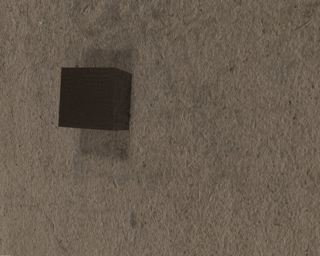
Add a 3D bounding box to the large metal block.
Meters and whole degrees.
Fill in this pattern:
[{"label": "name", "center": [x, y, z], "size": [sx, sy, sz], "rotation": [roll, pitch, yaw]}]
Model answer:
[{"label": "large metal block", "center": [-0.088, -0.039, 0.425], "size": [0.080, 0.050, 0.079], "rotation": [4, 91, 19]}]
